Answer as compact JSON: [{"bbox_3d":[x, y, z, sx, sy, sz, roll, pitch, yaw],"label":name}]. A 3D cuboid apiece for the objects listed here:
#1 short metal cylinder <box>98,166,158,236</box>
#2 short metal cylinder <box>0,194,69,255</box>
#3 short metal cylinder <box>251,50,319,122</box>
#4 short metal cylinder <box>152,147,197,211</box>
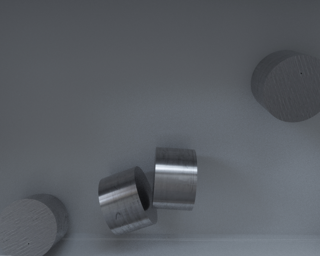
[{"bbox_3d":[-0.042,0.098,0.417,0.050,0.080,0.080,-21,109,7],"label":"short metal cylinder"},{"bbox_3d":[-0.174,0.135,0.430,0.081,0.050,0.080,0,85,1],"label":"short metal cylinder"},{"bbox_3d":[0.159,-0.053,0.381,0.081,0.050,0.079,0,110,-1],"label":"short metal cylinder"},{"bbox_3d":[0.017,0.066,0.407,0.050,0.080,0.079,4,110,-2],"label":"short metal cylinder"}]
